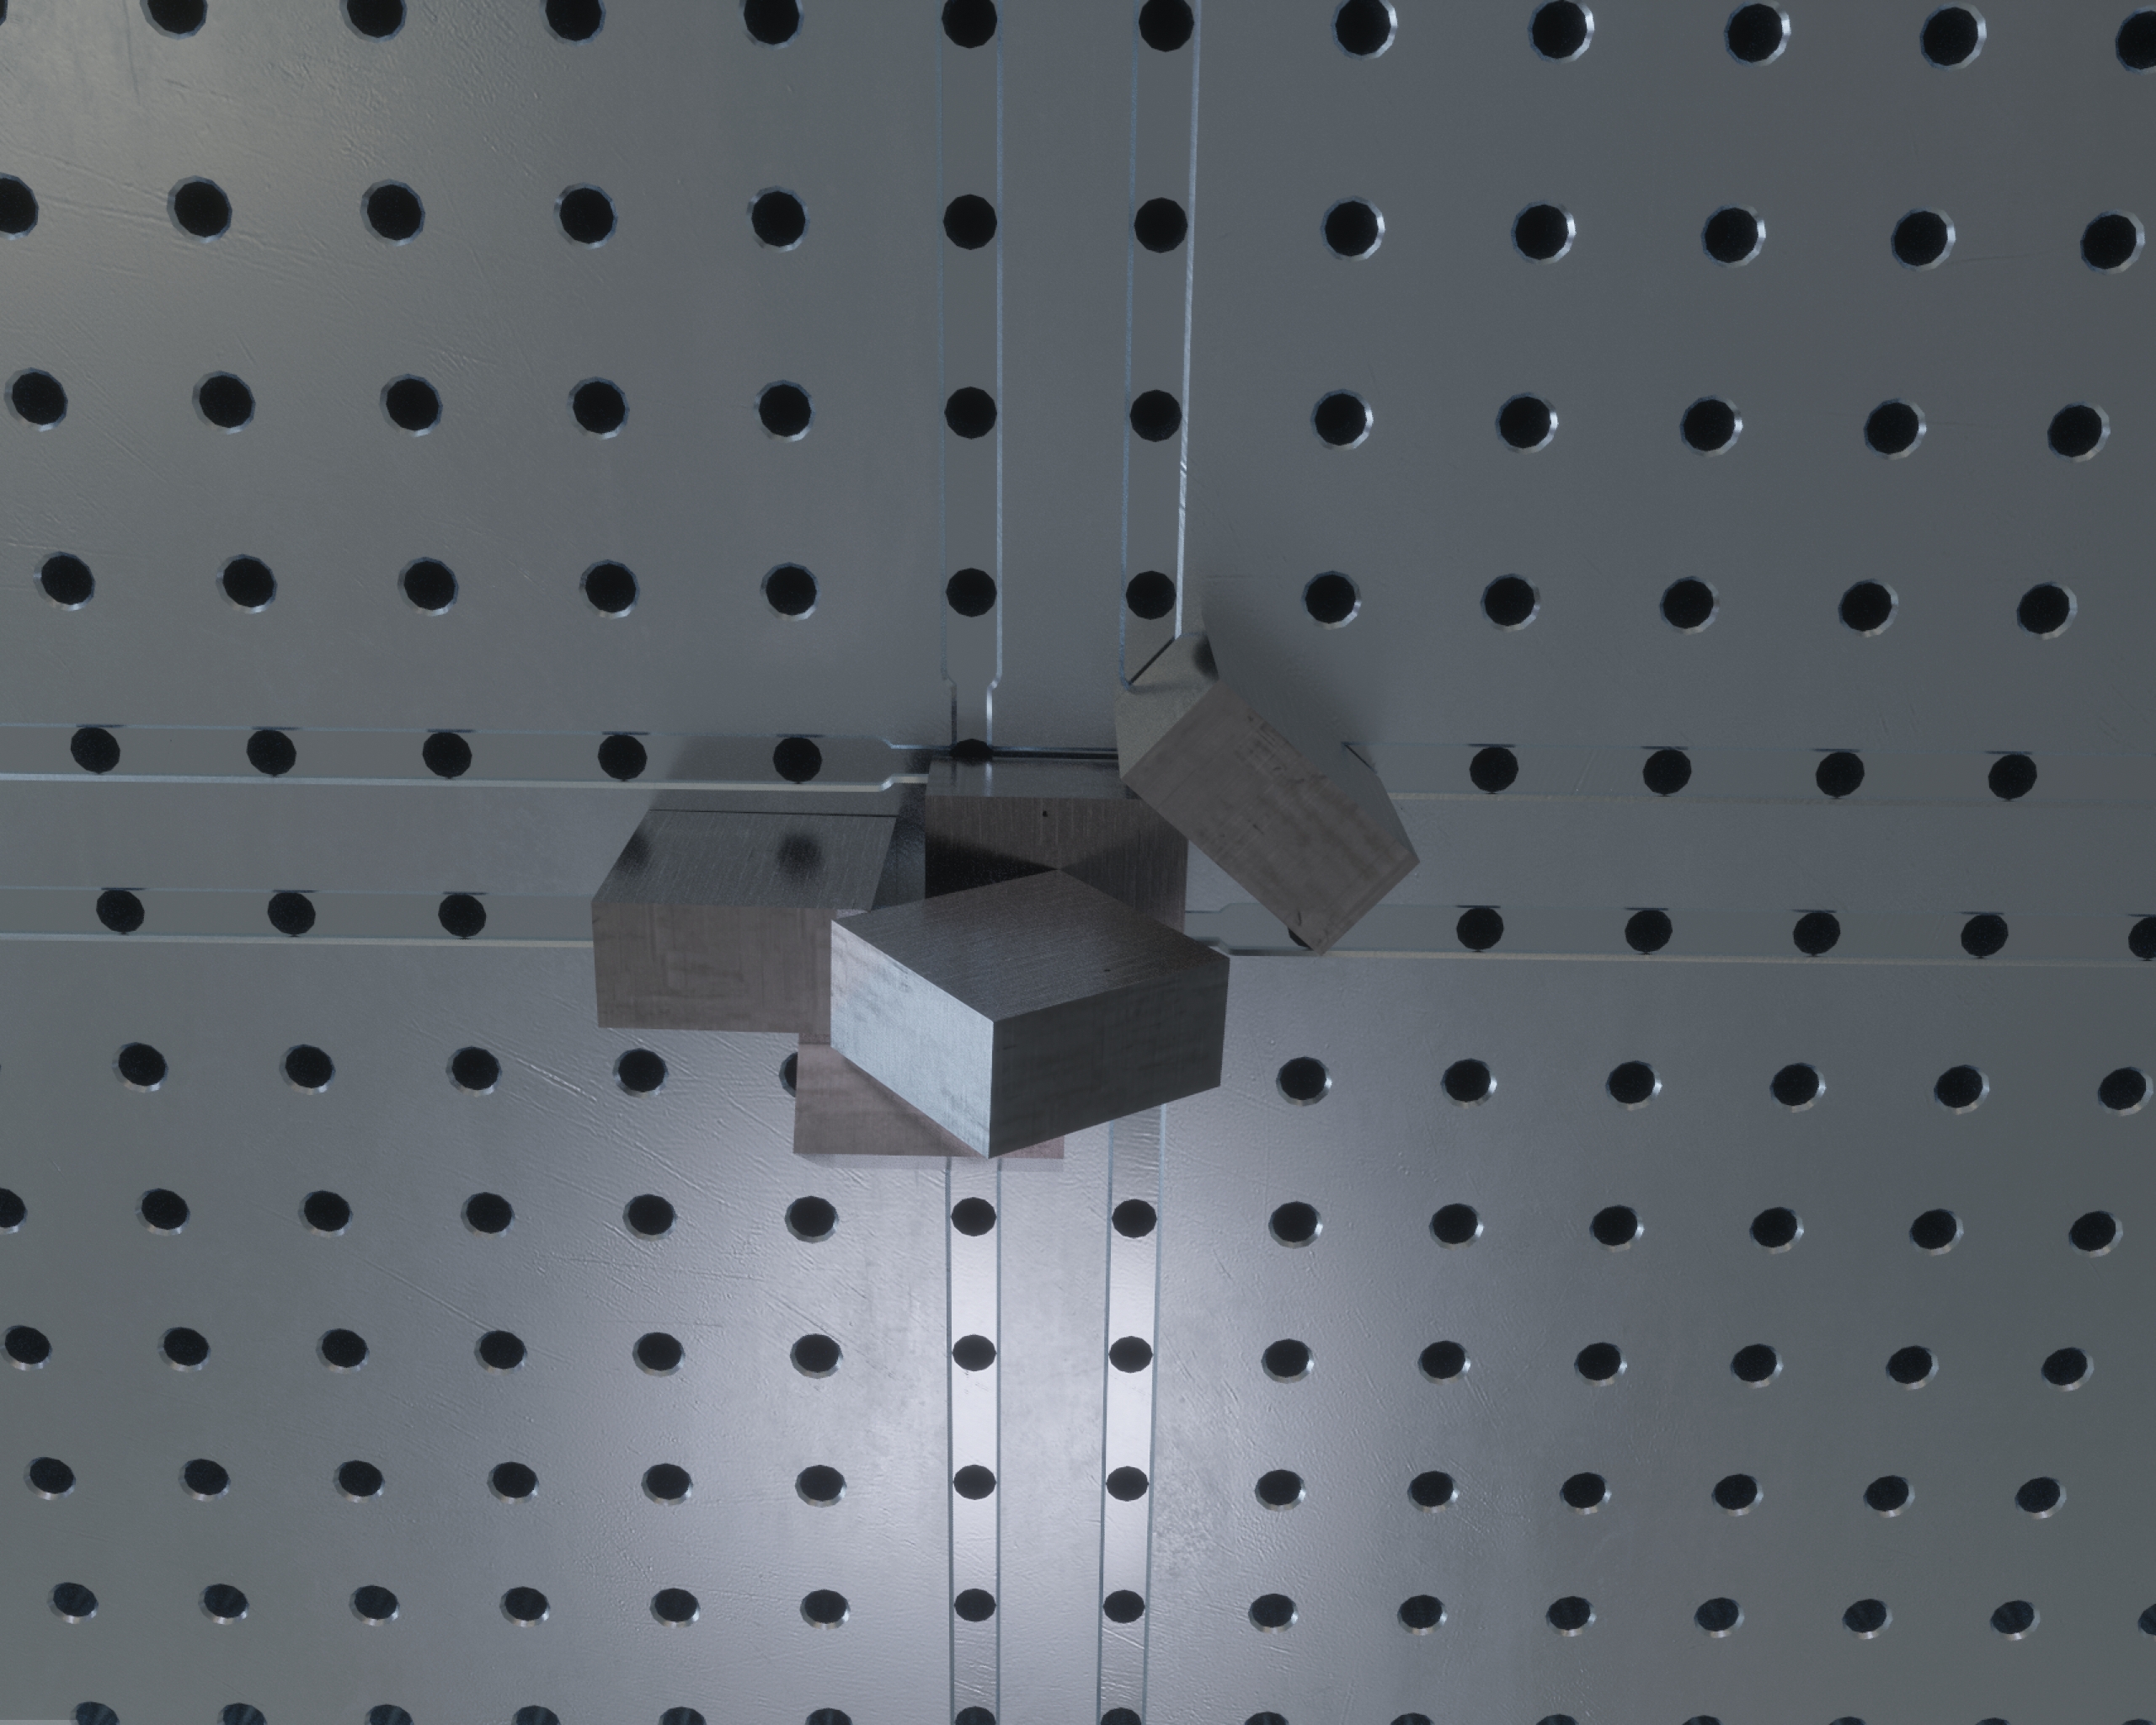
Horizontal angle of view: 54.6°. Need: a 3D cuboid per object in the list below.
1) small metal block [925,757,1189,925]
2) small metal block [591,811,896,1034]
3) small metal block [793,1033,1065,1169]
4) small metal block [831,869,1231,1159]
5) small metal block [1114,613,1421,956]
[{"bbox_3d":[-0.005,0.007,0.416,0.050,0.025,0.050,1,110,-2],"label":"small metal block"},{"bbox_3d":[-0.062,0.011,0.403,0.050,0.050,0.025,2,111,0],"label":"small metal block"},{"bbox_3d":[-0.028,0.047,0.415,0.050,0.050,0.025,1,79,0],"label":"small metal block"},{"bbox_3d":[-0.009,0.025,0.372,0.050,0.050,0.025,-13,115,-35],"label":"small metal block"},{"bbox_3d":[0.034,-0.016,0.394,0.050,0.050,0.025,41,104,-14],"label":"small metal block"}]
